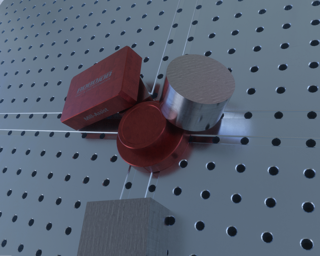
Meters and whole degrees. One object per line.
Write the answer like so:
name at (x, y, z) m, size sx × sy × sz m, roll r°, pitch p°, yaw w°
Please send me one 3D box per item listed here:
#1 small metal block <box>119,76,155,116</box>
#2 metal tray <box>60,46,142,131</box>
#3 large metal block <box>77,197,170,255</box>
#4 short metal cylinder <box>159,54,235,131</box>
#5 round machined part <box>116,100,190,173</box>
small metal block at (-0.038, -0.043, 0.453) m, size 0.050 × 0.025 × 0.050 m, roll -32°, pitch 52°, yaw 7°
metal tray at (-0.089, -0.057, 0.463) m, size 0.130 × 0.030 × 0.090 m, roll -20°, pitch 51°, yaw 33°
large metal block at (-0.038, 0.124, 0.335) m, size 0.080 × 0.050 × 0.080 m, roll -9°, pitch 58°, yaw 23°
short metal cylinder at (0.043, -0.043, 0.372) m, size 0.081 × 0.050 × 0.080 m, roll 6°, pitch 52°, yaw -7°
round machined part at (-0.015, 0.005, 0.401) m, size 0.098 × 0.042 × 0.098 m, roll -13°, pitch 56°, yaw 20°
